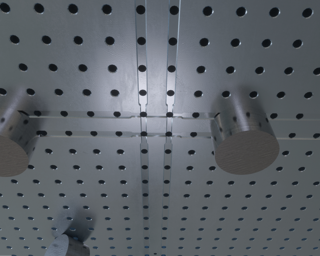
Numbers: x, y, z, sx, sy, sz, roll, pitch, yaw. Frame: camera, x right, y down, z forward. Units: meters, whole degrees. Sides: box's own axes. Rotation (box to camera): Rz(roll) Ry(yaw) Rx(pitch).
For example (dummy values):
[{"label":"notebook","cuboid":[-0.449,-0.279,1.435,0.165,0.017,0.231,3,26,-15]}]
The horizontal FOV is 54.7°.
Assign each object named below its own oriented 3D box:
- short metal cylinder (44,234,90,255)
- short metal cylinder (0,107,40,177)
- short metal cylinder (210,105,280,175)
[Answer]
[{"label":"short metal cylinder","cuboid":[-0.179,0.250,0.587,0.080,0.080,0.050,-34,123,25]},{"label":"short metal cylinder","cuboid":[-0.208,0.020,0.410,0.081,0.050,0.079,0,130,0]},{"label":"short metal cylinder","cuboid":[0.110,0.017,0.411,0.081,0.050,0.079,0,130,0]}]
